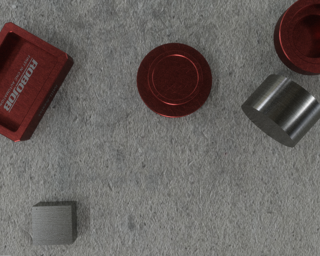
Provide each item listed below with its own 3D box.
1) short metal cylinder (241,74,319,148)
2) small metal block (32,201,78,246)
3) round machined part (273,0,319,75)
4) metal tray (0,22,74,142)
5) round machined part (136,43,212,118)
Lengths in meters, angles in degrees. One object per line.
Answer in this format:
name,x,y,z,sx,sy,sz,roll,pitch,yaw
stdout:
short metal cylinder,0.149,-0.021,0.385,0.080,0.080,0.050,42,90,-1
small metal block,-0.138,0.125,0.408,0.050,0.025,0.050,-2,90,-1
round machined part,0.197,-0.117,0.404,0.099,0.042,0.097,0,90,-1
metal tray,-0.186,-0.058,0.404,0.090,0.030,0.130,30,90,-1
round machined part,0.019,-0.062,0.402,0.099,0.042,0.097,0,90,-1
